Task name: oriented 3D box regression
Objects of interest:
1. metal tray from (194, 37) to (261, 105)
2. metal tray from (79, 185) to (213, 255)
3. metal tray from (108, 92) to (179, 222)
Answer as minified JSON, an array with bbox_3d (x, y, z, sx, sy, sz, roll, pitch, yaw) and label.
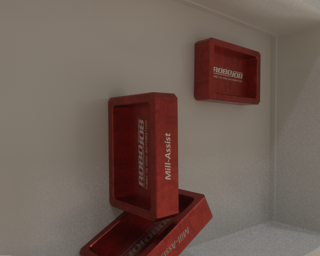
[{"bbox_3d":[0.111,-0.085,0.495,0.131,0.030,0.089,1,89,-40],"label":"metal tray"},{"bbox_3d":[-0.014,0.119,0.352,0.131,0.090,0.030,-36,112,-34],"label":"metal tray"},{"bbox_3d":[-0.021,0.029,0.346,0.030,0.090,0.129,-1,91,-40],"label":"metal tray"}]
